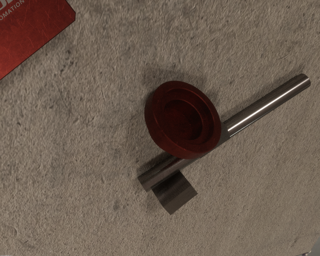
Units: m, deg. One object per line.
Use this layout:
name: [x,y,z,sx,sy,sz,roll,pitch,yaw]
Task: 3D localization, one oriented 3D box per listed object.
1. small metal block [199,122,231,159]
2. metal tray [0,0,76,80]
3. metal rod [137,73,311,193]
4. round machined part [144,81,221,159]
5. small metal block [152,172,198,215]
small metal block: [0.060,0.007,0.430,0.050,0.050,0.025,-33,130,-7]
metal tray: [-0.152,-0.094,0.263,0.130,0.030,0.090,-40,130,-2]
metal rod: [0.101,0.004,0.466,0.301,0.025,0.025,-32,129,-8]
round machined part: [0.024,-0.006,0.383,0.099,0.098,0.042,5,151,-31]
small metal block: [0.019,0.091,0.459,0.050,0.050,0.025,-37,130,-3]
